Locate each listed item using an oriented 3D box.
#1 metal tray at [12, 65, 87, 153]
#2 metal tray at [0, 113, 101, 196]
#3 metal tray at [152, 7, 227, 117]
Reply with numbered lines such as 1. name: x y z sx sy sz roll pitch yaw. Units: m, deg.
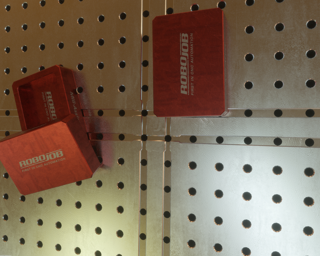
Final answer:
1. metal tray: -0.165 -0.019 0.466 0.090 0.030 0.129 -16 85 18
2. metal tray: -0.163 0.041 0.449 0.130 0.030 0.090 -17 107 18
3. metal tray: 0.038 -0.079 0.396 0.090 0.030 0.129 -1 90 19
